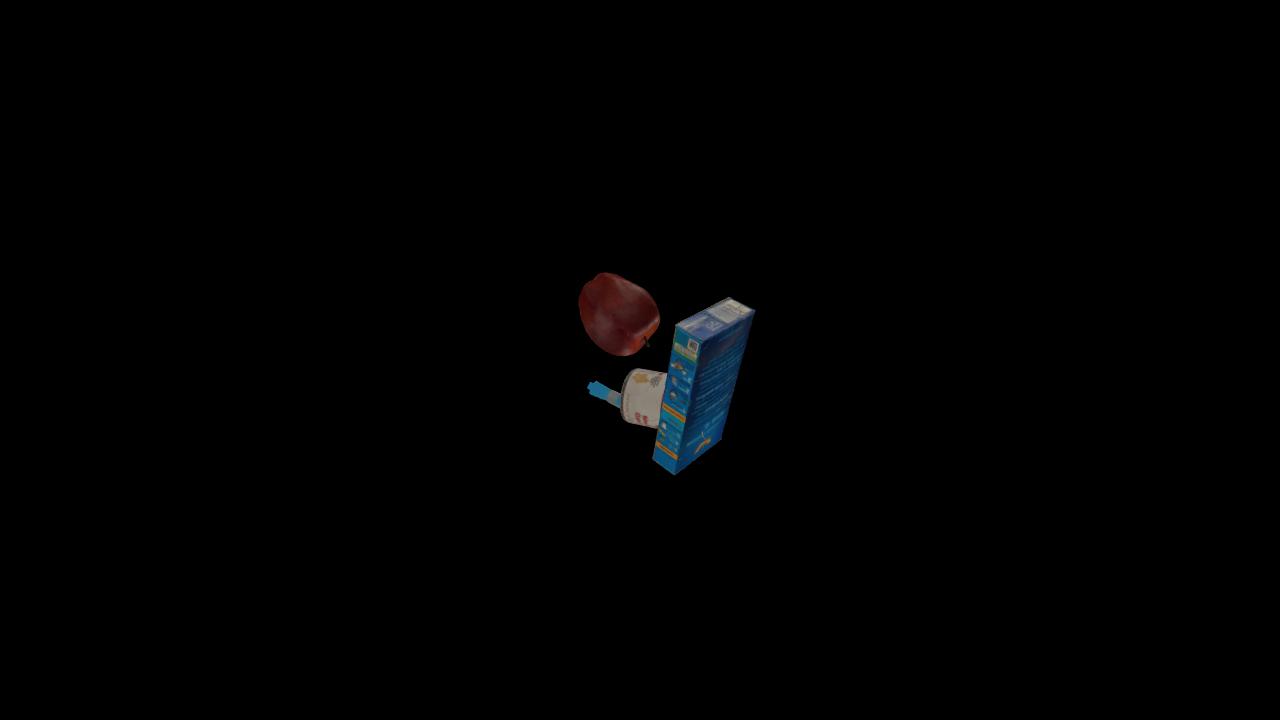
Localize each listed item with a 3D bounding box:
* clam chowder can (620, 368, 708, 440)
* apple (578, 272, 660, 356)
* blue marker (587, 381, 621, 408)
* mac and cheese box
[{"bbox_3d":[0.036,0.049,0.710,0.102,0.068,0.068,10,4,24],"label":"clam chowder can"},{"bbox_3d":[-0.022,-0.048,0.654,0.093,0.079,0.079,45,8,8],"label":"apple"},{"bbox_3d":[-0.011,0.058,0.761,0.121,0.020,0.020,26,4,8],"label":"blue marker"},{"bbox_3d":[0.066,0.030,0.659,0.041,0.184,0.093,32,42,29],"label":"mac and cheese box"}]
